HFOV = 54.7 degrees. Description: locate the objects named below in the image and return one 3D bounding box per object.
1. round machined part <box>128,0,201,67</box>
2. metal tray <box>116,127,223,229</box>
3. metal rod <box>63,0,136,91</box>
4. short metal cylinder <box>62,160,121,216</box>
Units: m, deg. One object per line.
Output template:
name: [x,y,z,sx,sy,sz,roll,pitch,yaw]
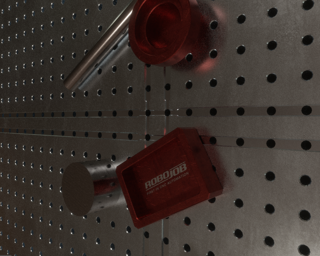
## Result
round machined part: [0.010,-0.126,0.389,0.098,0.042,0.097,0,90,39]
metal tray: [0.005,0.066,0.399,0.130,0.030,0.090,-34,69,34]
metal rod: [-0.055,-0.151,0.452,0.299,0.025,0.025,-37,67,33]
short metal cylinder: [-0.107,0.090,0.479,0.080,0.050,0.079,0,90,39]
